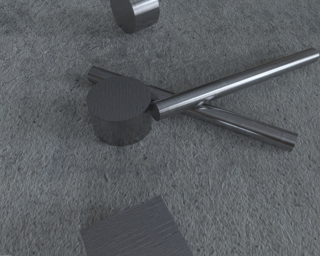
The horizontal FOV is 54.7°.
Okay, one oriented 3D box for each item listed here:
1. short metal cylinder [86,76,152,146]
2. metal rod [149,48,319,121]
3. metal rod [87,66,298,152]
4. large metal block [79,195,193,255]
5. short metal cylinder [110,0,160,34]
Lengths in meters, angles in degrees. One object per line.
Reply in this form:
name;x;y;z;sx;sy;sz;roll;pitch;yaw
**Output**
short metal cylinder;-0.051;-0.023;0.406;0.081;0.050;0.080;0;50;0
metal rod;0.121;-0.069;0.440;0.302;0.025;0.025;-21;53;-25
metal rod;0.033;-0.032;0.429;0.301;0.025;0.025;21;53;16
large metal block;-0.018;0.121;0.285;0.081;0.050;0.080;-20;53;-17
short metal cylinder;-0.045;-0.213;0.546;0.050;0.080;0.080;-31;57;-23
